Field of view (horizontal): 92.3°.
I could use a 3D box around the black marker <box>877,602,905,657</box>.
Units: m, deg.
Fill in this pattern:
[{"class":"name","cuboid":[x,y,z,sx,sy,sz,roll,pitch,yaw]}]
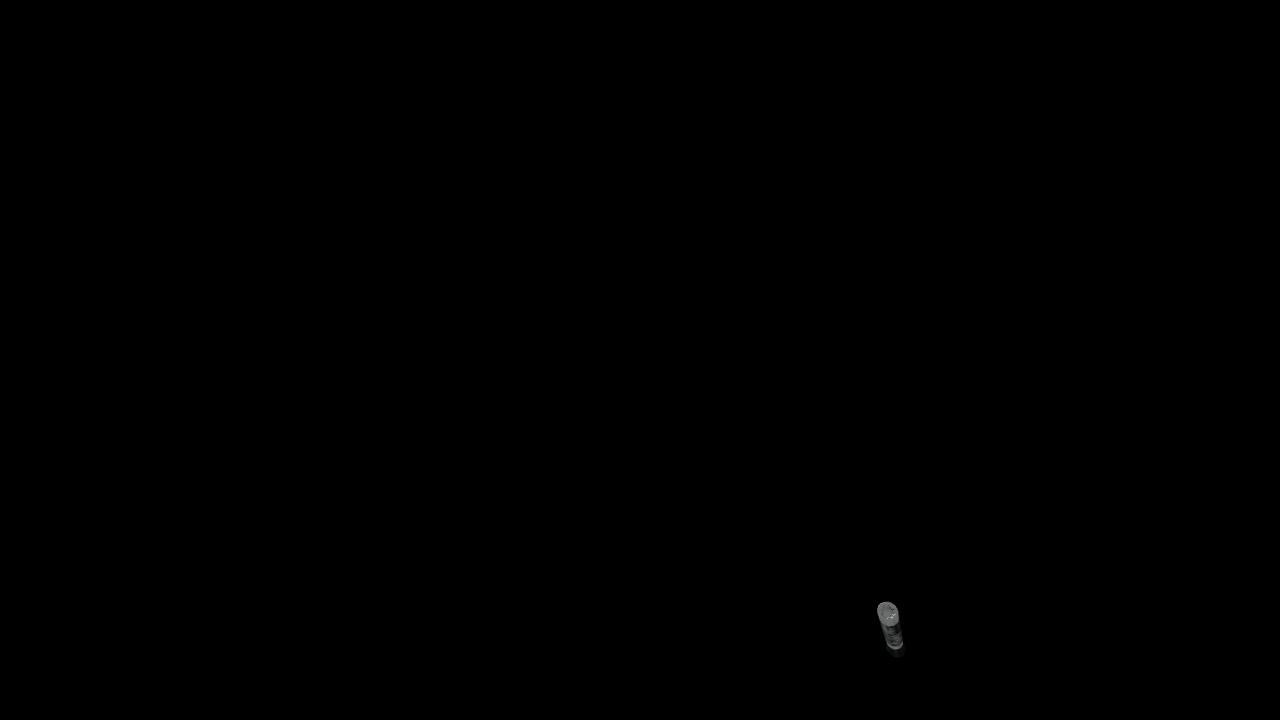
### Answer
[{"class":"black marker","cuboid":[0.256,0.276,0.624,0.020,0.020,0.121,0,-39,28]}]
